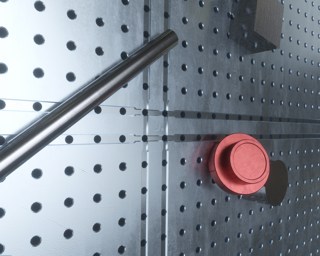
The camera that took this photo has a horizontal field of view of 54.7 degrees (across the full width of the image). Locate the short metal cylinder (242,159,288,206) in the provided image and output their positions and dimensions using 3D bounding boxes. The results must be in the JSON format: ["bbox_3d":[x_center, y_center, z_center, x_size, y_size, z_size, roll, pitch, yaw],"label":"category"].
[{"bbox_3d":[0.184,0.094,0.549,0.081,0.050,0.079,-2,93,-42],"label":"short metal cylinder"}]

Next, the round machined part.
[{"bbox_3d":[0.130,0.055,0.484,0.099,0.042,0.098,5,74,-16],"label":"round machined part"}]

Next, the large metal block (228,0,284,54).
[{"bbox_3d":[0.168,-0.185,0.536,0.081,0.050,0.080,15,81,-39],"label":"large metal block"}]

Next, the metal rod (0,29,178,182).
[{"bbox_3d":[-0.078,-0.034,0.345,0.301,0.025,0.025,-44,117,-31],"label":"metal rod"}]
